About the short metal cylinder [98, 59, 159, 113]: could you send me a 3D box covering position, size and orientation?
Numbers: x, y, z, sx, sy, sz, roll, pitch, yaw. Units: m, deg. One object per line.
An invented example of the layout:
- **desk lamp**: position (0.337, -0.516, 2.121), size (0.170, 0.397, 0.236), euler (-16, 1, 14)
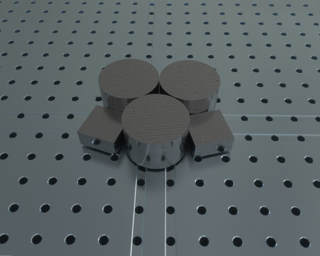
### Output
- **short metal cylinder**: position (-0.041, -0.051, 0.429), size (0.081, 0.050, 0.080), euler (0, 50, 0)

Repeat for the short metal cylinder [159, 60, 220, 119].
- **short metal cylinder**: position (0.039, -0.049, 0.428), size (0.081, 0.050, 0.080), euler (0, 50, 0)

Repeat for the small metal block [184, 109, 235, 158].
- **small metal block**: position (0.061, 0.007, 0.398), size (0.050, 0.025, 0.050), euler (-11, 51, -9)

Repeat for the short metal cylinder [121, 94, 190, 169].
- **short metal cylinder**: position (-0.005, 0.003, 0.384), size (0.081, 0.050, 0.080), euler (0, 50, 0)

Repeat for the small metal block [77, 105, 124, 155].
- **small metal block**: position (-0.070, 0.002, 0.401), size (0.050, 0.025, 0.050), euler (16, 52, 13)
